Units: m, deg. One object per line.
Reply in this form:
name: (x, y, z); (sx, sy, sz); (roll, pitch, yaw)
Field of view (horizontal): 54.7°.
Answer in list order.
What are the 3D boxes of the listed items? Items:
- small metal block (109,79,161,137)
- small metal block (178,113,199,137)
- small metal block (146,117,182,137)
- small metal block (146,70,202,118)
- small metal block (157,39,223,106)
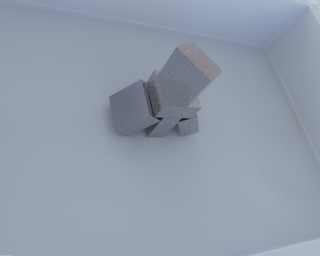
small metal block: (-0.032, -0.024, 0.381); (0.025, 0.050, 0.050); (28, 42, -55)
small metal block: (0.033, -0.023, 0.416); (0.025, 0.050, 0.050); (-15, 65, 3)
small metal block: (-0.001, -0.022, 0.400); (0.025, 0.050, 0.050); (1, 61, -28)
small metal block: (0.016, -0.040, 0.371); (0.050, 0.025, 0.050); (1, 61, -28)
small metal block: (0.032, -0.061, 0.344); (0.050, 0.050, 0.025); (46, 52, 4)
